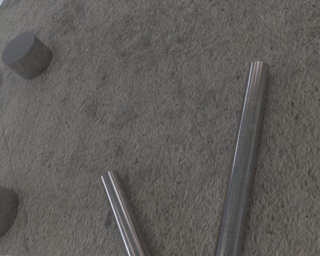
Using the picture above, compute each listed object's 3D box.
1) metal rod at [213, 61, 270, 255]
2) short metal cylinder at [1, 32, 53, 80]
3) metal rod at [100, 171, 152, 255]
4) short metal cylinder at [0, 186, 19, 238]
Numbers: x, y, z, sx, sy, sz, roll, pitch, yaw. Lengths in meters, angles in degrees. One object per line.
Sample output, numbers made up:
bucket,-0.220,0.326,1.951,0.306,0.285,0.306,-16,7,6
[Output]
metal rod,0.084,0.056,0.325,0.025,0.025,0.300,3,63,29
short metal cylinder,-0.262,-0.143,0.613,0.080,0.050,0.080,-13,56,21
metal rod,-0.006,0.164,0.305,0.025,0.025,0.300,-34,51,5
short metal cylinder,-0.255,0.120,0.448,0.080,0.050,0.080,-13,56,21
